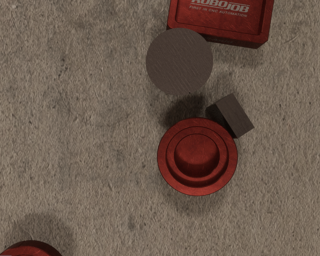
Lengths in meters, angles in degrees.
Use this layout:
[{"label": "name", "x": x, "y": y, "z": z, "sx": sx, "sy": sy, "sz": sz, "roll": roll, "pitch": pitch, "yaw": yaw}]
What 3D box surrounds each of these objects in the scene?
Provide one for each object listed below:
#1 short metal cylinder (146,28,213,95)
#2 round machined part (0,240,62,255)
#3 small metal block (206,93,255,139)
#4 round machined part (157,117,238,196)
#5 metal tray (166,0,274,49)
[{"label": "short metal cylinder", "x": 0.024, "y": -0.081, "z": 0.394, "sx": 0.081, "sy": 0.050, "sz": 0.079, "roll": 0, "pitch": 96, "yaw": 1}, {"label": "round machined part", "x": -0.166, "y": 0.193, "z": 0.399, "sx": 0.099, "sy": 0.042, "sz": 0.097, "roll": 0, "pitch": 90, "yaw": -1}, {"label": "small metal block", "x": 0.088, "y": -0.014, "z": 0.398, "sx": 0.025, "sy": 0.050, "sz": 0.050, "roll": -33, "pitch": 91, "yaw": -6}, {"label": "round machined part", "x": 0.047, "y": 0.034, "z": 0.399, "sx": 0.099, "sy": 0.042, "sz": 0.097, "roll": 0, "pitch": 94, "yaw": 4}, {"label": "metal tray", "x": 0.079, "y": -0.161, "z": 0.408, "sx": 0.131, "sy": 0.030, "sz": 0.089, "roll": 9, "pitch": 90, "yaw": -1}]
